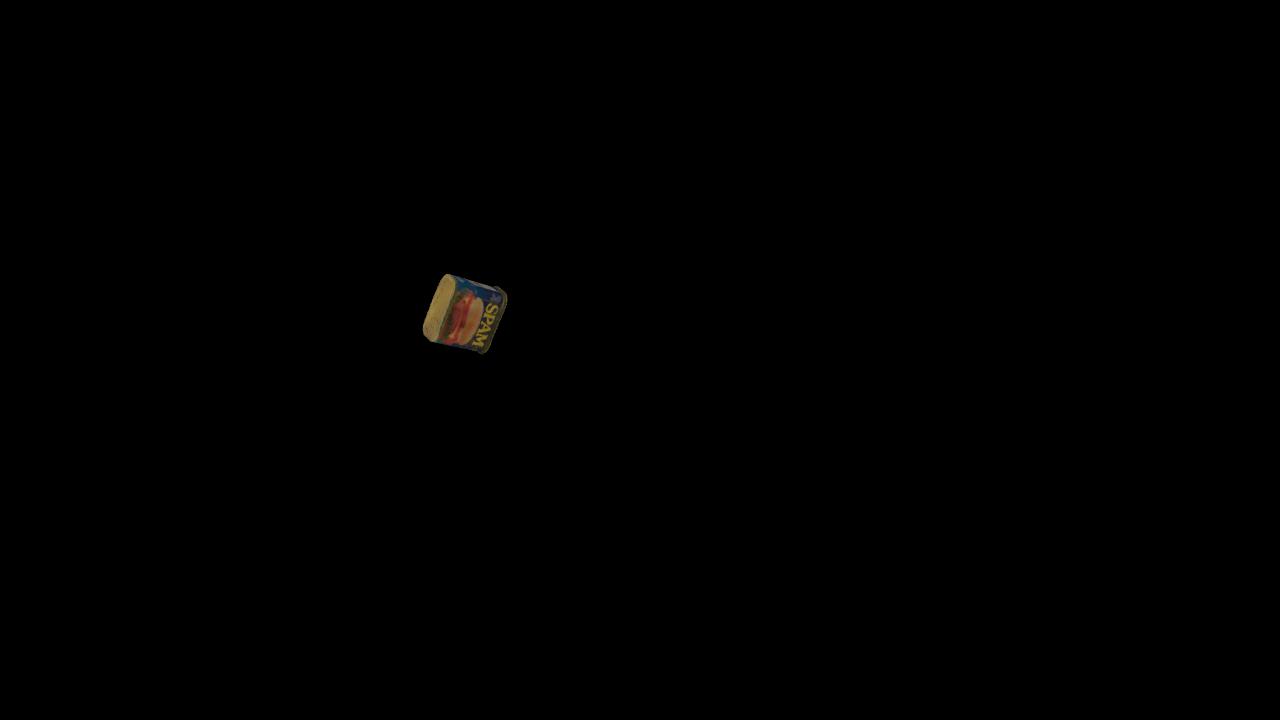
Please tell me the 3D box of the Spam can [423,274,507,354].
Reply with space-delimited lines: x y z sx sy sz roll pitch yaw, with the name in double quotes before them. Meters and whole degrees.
"Spam can" -0.253 -0.067 0.889 0.085 0.101 0.058 15 14 -45
